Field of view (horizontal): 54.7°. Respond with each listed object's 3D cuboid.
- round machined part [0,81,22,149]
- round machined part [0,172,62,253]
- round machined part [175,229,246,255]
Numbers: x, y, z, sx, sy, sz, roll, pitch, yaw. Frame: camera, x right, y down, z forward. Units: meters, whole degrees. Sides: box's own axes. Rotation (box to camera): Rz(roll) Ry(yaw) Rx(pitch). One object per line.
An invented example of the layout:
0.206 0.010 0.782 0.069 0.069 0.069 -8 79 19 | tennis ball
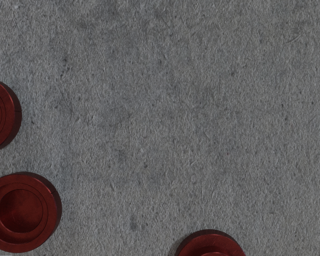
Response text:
-0.227 -0.016 0.400 0.099 0.042 0.097 0 90 0 | round machined part
-0.175 0.105 0.400 0.099 0.042 0.097 0 90 0 | round machined part
0.067 0.187 0.402 0.099 0.042 0.097 0 90 0 | round machined part
